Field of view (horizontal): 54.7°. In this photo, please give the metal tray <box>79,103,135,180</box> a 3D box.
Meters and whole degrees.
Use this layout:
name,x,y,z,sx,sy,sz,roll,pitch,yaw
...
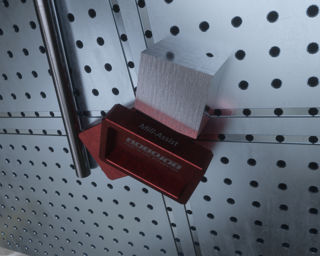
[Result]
name,x,y,z,sx,sy,sz,roll,pitch,yaw
metal tray,-0.046,0.020,0.444,0.130,0.030,0.090,-21,107,36

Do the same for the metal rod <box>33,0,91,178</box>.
name,x,y,z,sx,sy,sz,roll,pitch,yaw
metal rod,-0.139,-0.051,0.452,0.025,0.025,0.298,10,123,23

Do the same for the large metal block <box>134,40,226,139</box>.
name,x,y,z,sx,sy,sz,roll,pitch,yaw
large metal block,0.021,-0.045,0.356,0.080,0.050,0.079,21,126,15

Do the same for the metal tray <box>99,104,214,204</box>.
name,x,y,z,sx,sy,sz,roll,pitch,yaw
metal tray,-0.010,0.035,0.382,0.130,0.030,0.089,27,141,8
